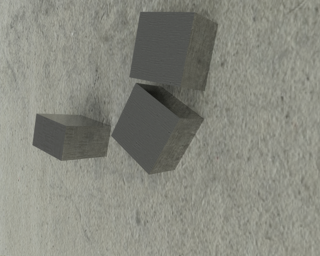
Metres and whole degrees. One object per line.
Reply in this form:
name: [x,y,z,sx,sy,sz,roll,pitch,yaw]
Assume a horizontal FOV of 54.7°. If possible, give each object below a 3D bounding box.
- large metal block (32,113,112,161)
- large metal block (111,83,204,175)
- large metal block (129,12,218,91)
large metal block: [-0.136,0.012,0.478,0.080,0.081,0.050,18,101,38]
large metal block: [-0.005,0.000,0.391,0.080,0.050,0.079,41,115,32]
large metal block: [0.015,-0.093,0.374,0.080,0.050,0.079,17,101,38]
